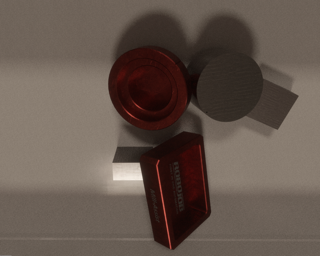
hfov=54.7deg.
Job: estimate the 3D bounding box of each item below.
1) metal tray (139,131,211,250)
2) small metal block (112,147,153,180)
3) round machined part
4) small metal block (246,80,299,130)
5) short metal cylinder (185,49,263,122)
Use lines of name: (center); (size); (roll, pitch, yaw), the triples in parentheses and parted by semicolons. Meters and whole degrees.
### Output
metal tray: (0.025, 0.080, 0.408); (0.030, 0.091, 0.129); (11, 118, 42)
small metal block: (-0.035, 0.046, 0.415); (0.050, 0.050, 0.025); (0, 110, -1)
round machined part: (-0.009, -0.050, 0.373); (0.098, 0.042, 0.097); (8, 114, 19)
small metal block: (0.140, -0.033, 0.401); (0.050, 0.025, 0.050); (23, 108, -9)
short metal cylinder: (0.074, -0.053, 0.371); (0.081, 0.050, 0.079); (-4, 110, -12)
